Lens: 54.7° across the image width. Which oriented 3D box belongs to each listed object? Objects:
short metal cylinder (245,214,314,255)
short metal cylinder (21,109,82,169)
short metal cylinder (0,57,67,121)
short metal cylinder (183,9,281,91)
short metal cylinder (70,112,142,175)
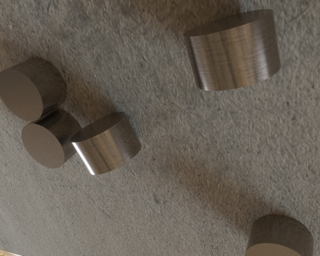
[{"bbox_3d":[0.157,0.162,0.408,0.080,0.050,0.079,13,124,20],"label":"short metal cylinder"},{"bbox_3d":[-0.167,0.017,0.486,0.080,0.050,0.079,13,124,20],"label":"short metal cylinder"},{"bbox_3d":[-0.185,-0.056,0.451,0.080,0.050,0.079,13,124,20],"label":"short metal cylinder"},{"bbox_3d":[0.067,-0.074,0.290,0.080,0.080,0.050,-4,116,30],"label":"short metal cylinder"},{"bbox_3d":[-0.072,0.019,0.419,0.080,0.080,0.050,-13,112,33],"label":"short metal cylinder"}]
